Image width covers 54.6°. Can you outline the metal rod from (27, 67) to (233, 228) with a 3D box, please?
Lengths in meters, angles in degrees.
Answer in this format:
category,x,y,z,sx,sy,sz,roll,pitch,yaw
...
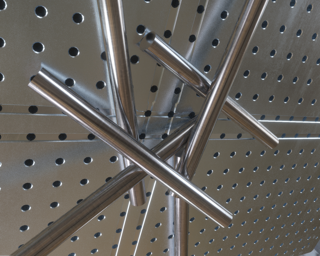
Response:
category,x,y,z,sx,sy,sz,roll,pitch,yaw
metal rod,-0.018,0.037,0.368,0.301,0.025,0.025,39,96,-22

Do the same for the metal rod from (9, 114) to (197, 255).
category,x,y,z,sx,sy,sz,roll,pitch,yaw
metal rod,-0.053,0.073,0.379,0.302,0.025,0.025,-36,131,-23

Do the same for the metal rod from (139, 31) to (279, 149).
category,x,y,z,sx,sy,sz,roll,pitch,yaw
metal rod,0.088,-0.036,0.435,0.301,0.025,0.025,31,101,-38

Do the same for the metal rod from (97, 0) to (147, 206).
category,x,y,z,sx,sy,sz,roll,pitch,yaw
metal rod,-0.041,-0.018,0.376,0.025,0.025,0.298,-17,125,-19

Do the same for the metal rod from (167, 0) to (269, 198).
category,x,y,z,sx,sy,sz,roll,pitch,yaw
metal rod,0.073,-0.045,0.388,0.025,0.025,0.298,11,107,-33

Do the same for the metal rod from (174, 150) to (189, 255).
category,x,y,z,sx,sy,sz,roll,pitch,yaw
metal rod,0.037,0.161,0.529,0.025,0.025,0.298,-15,125,-20
